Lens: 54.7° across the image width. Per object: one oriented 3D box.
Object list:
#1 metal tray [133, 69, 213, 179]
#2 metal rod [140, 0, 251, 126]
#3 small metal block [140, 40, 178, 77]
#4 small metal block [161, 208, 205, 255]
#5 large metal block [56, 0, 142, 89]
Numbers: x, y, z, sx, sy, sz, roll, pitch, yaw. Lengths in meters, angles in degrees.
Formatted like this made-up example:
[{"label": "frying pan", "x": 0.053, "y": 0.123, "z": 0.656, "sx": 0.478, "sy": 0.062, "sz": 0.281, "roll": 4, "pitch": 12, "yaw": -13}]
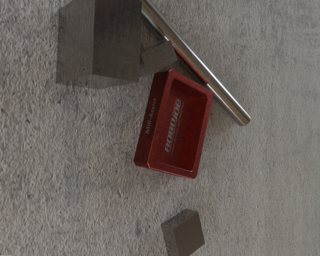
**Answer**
[{"label": "metal tray", "x": 0.022, "y": -0.003, "z": 0.421, "sx": 0.091, "sy": 0.030, "sz": 0.129, "roll": 21, "pitch": 77, "yaw": -38}, {"label": "metal rod", "x": 0.047, "y": -0.094, "z": 0.445, "sx": 0.301, "sy": 0.025, "sz": 0.025, "roll": 40, "pitch": 66, "yaw": -33}, {"label": "small metal block", "x": -0.016, "y": -0.082, "z": 0.377, "sx": 0.050, "sy": 0.050, "sz": 0.025, "roll": -35, "pitch": 112, "yaw": -35}, {"label": "small metal block", "x": 0.033, "y": 0.149, "z": 0.435, "sx": 0.050, "sy": 0.025, "sz": 0.050, "roll": -21, "pitch": 104, "yaw": -38}, {"label": "large metal block", "x": -0.064, "y": -0.086, "z": 0.316, "sx": 0.050, "sy": 0.080, "sz": 0.079, "roll": 3, "pitch": 88, "yaw": -40}]
